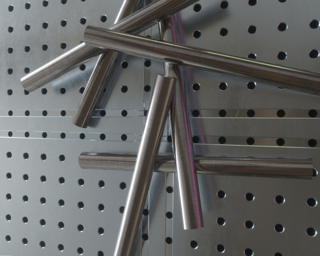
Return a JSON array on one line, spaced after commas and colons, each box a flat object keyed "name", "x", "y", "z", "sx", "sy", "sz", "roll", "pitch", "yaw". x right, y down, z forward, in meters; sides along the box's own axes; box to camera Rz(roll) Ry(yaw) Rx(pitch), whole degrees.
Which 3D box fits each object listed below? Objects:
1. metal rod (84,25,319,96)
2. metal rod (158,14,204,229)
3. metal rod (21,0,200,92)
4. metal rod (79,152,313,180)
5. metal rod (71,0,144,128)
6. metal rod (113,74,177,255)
[{"name": "metal rod", "x": 0.055, "y": -0.079, "z": 0.364, "sx": 0.301, "sy": 0.025, "sz": 0.025, "roll": 14, "pitch": 95, "yaw": 8}, {"name": "metal rod", "x": 0.022, "y": -0.030, "z": 0.387, "sx": 0.025, "sy": 0.025, "sz": 0.299, "roll": -10, "pitch": 80, "yaw": 20}, {"name": "metal rod", "x": -0.066, "y": -0.118, "z": 0.408, "sx": 0.300, "sy": 0.025, "sz": 0.025, "roll": -22, "pitch": 83, "yaw": 20}, {"name": "metal rod", "x": 0.030, "y": 0.047, "z": 0.402, "sx": 0.301, "sy": 0.025, "sz": 0.025, "roll": 0, "pitch": 90, "yaw": 20}, {"name": "metal rod", "x": -0.054, "y": -0.138, "z": 0.432, "sx": 0.025, "sy": 0.025, "sz": 0.299, "roll": 29, "pitch": 99, "yaw": 17}, {"name": "metal rod", "x": -0.027, "y": 0.080, "z": 0.400, "sx": 0.025, "sy": 0.025, "sz": 0.298, "roll": 19, "pitch": 105, "yaw": 19}]
